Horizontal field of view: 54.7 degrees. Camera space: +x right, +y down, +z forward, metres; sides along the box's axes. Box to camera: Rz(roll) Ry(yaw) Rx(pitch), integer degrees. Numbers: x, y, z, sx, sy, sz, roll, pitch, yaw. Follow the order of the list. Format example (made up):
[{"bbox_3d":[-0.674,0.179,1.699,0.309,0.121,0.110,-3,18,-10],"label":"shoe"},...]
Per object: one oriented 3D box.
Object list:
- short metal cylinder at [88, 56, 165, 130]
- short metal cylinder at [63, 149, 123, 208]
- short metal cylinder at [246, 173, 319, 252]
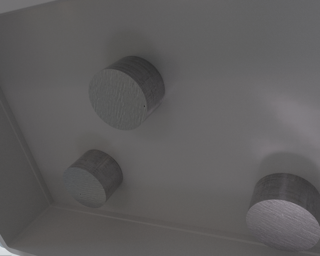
[{"bbox_3d":[-0.041,-0.044,0.387,0.080,0.050,0.079,13,124,21],"label":"short metal cylinder"},{"bbox_3d":[-0.108,0.082,0.500,0.080,0.050,0.079,13,124,21],"label":"short metal cylinder"},{"bbox_3d":[0.151,0.102,0.376,0.080,0.050,0.079,13,124,21],"label":"short metal cylinder"}]
